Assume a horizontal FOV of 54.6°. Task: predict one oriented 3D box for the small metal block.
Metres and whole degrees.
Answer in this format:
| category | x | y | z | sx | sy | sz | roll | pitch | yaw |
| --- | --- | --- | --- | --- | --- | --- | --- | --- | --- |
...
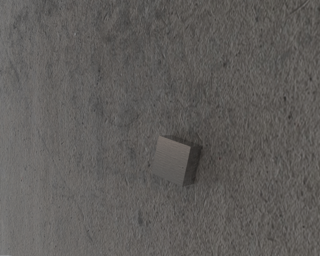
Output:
| category | x | y | z | sx | sy | sz | roll | pitch | yaw |
| --- | --- | --- | --- | --- | --- | --- | --- | --- | --- |
| small metal block | 0.021 | 0.040 | 0.389 | 0.050 | 0.025 | 0.050 | 19 | 102 | 38 |
